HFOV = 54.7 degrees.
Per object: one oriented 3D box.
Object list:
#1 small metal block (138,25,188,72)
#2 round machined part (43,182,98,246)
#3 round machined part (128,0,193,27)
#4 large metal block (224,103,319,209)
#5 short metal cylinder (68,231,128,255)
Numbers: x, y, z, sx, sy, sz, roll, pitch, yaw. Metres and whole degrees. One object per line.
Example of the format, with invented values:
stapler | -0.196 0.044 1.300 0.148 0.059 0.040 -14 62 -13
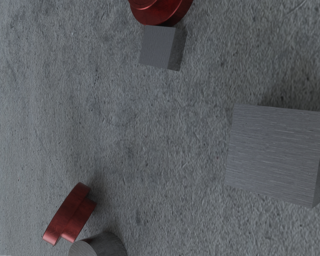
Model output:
small metal block | 0.003 -0.103 0.401 0.050 0.025 0.050 20 102 38
round machined part | -0.132 0.136 0.476 0.042 0.098 0.097 31 114 -2
round machined part | -0.005 -0.181 0.397 0.098 0.042 0.097 0 90 39
large metal block | 0.114 0.021 0.294 0.080 0.050 0.079 11 97 39
short metal cylinder | -0.093 0.202 0.463 0.080 0.050 0.079 0 90 39
